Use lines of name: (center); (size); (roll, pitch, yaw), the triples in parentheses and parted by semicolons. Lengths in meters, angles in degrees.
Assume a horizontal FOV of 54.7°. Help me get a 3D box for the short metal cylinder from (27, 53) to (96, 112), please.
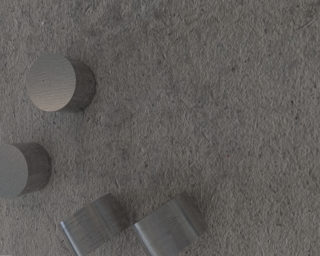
short metal cylinder: (-0.140, -0.062, 0.445); (0.080, 0.050, 0.080); (0, 90, 20)

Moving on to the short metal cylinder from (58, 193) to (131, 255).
short metal cylinder: (-0.086, 0.129, 0.410); (0.080, 0.080, 0.050); (-37, 79, 16)

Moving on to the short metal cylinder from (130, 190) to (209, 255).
short metal cylinder: (0.011, 0.119, 0.376); (0.080, 0.080, 0.050); (-37, 78, 16)

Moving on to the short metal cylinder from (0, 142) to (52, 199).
short metal cylinder: (-0.214, 0.062, 0.471); (0.080, 0.050, 0.080); (0, 90, 20)
